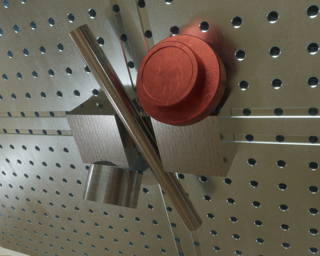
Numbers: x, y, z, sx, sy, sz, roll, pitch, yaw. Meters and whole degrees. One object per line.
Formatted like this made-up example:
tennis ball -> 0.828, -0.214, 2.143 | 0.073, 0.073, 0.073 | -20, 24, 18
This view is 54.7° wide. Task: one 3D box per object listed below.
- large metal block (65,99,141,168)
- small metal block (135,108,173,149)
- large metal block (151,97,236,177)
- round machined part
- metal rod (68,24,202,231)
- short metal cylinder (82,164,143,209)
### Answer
large metal block -> -0.074, 0.006, 0.439 | 0.080, 0.050, 0.080 | 2, 120, 27
small metal block -> -0.010, 0.001, 0.418 | 0.050, 0.025, 0.050 | 1, 119, 28
large metal block -> 0.043, 0.010, 0.379 | 0.080, 0.050, 0.080 | 1, 119, 27
round machined part -> 0.016, -0.052, 0.328 | 0.098, 0.042, 0.097 | -4, 82, 27
metal rod -> -0.023, 0.011, 0.397 | 0.025, 0.025, 0.299 | -19, 109, 35
short metal cylinder -> -0.070, 0.087, 0.458 | 0.080, 0.050, 0.080 | 9, 164, 3
